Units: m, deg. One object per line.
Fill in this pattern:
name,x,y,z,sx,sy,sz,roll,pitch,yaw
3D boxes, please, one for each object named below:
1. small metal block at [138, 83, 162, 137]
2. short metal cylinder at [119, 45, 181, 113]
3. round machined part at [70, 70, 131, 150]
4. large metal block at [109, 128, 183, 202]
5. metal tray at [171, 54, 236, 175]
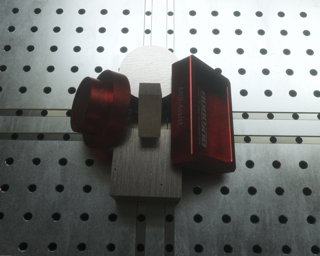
small metal block,-0.012,-0.022,0.361,0.025,0.050,0.050,1,112,-3
short metal cylinder,-0.012,-0.064,0.421,0.081,0.050,0.080,0,70,0
round machined part,-0.077,-0.024,0.377,0.042,0.098,0.098,14,67,-31
large metal block,-0.015,0.047,0.381,0.080,0.050,0.080,2,70,1
metal tray,0.055,-0.014,0.384,0.030,0.090,0.130,-17,63,40
